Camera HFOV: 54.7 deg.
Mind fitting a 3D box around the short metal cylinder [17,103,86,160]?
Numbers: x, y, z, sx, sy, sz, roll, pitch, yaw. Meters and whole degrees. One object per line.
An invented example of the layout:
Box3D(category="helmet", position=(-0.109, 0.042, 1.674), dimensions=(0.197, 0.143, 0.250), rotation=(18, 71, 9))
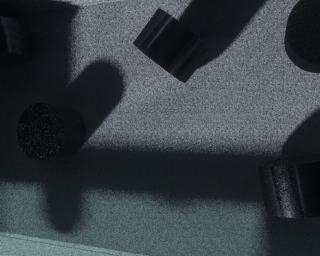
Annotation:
Box3D(category="short metal cylinder", position=(-0.157, 0.005, 0.451), dimensions=(0.080, 0.050, 0.079), rotation=(0, 90, 19))

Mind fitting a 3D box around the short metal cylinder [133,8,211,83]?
Box3D(category="short metal cylinder", position=(0.015, -0.099, 0.375), dimensions=(0.080, 0.080, 0.050), rotation=(41, 103, 15))

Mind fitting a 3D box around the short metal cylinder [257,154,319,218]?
Box3D(category="short metal cylinder", position=(0.149, 0.059, 0.329), dimensions=(0.080, 0.080, 0.050), rotation=(-11, 87, 19))

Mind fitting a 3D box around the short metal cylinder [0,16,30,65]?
Box3D(category="short metal cylinder", position=(-0.239, -0.129, 0.464), dimensions=(0.080, 0.080, 0.050), rotation=(-4, 89, 19))

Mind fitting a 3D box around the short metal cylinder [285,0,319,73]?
Box3D(category="short metal cylinder", position=(0.179, -0.103, 0.335), dimensions=(0.080, 0.050, 0.079), rotation=(0, 90, 19))
